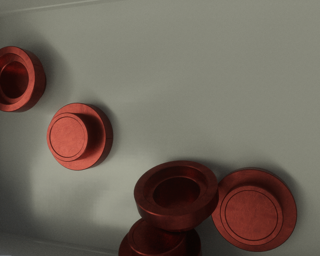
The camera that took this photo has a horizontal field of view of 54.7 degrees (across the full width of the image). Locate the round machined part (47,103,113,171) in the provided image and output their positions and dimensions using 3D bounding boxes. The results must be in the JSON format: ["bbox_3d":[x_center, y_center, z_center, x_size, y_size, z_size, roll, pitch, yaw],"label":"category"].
[{"bbox_3d":[-0.120,0.012,0.443,0.098,0.042,0.097,0,90,19],"label":"round machined part"}]

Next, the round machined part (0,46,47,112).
[{"bbox_3d":[-0.216,-0.072,0.476,0.098,0.042,0.097,0,90,19],"label":"round machined part"}]

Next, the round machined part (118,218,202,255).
[{"bbox_3d":[-0.001,0.139,0.367,0.098,0.098,0.042,1,116,19],"label":"round machined part"}]

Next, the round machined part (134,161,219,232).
[{"bbox_3d":[0.021,0.085,0.371,0.098,0.098,0.042,1,121,19],"label":"round machined part"}]

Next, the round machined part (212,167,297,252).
[{"bbox_3d":[0.108,0.097,0.363,0.098,0.042,0.097,0,90,19],"label":"round machined part"}]
